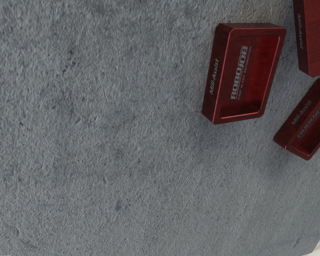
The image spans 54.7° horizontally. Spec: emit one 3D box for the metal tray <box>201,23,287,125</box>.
[{"bbox_3d":[0.111,-0.072,0.418,0.091,0.030,0.129,-9,123,-24],"label":"metal tray"}]

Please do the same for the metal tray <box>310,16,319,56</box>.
[{"bbox_3d":[0.294,-0.153,0.469,0.131,0.030,0.089,-18,126,-18],"label":"metal tray"}]

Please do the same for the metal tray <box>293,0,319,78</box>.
[{"bbox_3d":[0.231,-0.143,0.413,0.090,0.030,0.129,-18,118,2],"label":"metal tray"}]

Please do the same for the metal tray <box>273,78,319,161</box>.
[{"bbox_3d":[0.269,-0.012,0.542,0.090,0.030,0.129,23,106,-37],"label":"metal tray"}]
